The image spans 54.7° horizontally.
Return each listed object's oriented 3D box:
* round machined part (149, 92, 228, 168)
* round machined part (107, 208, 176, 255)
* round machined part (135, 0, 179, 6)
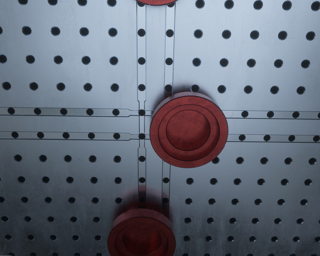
[{"bbox_3d":[0.036,0.000,0.405,0.099,0.042,0.097,0,110,-1],"label":"round machined part"},{"bbox_3d":[-0.027,0.161,0.463,0.099,0.042,0.097,0,110,-1],"label":"round machined part"},{"bbox_3d":[-0.004,-0.184,0.336,0.099,0.042,0.097,0,110,-1],"label":"round machined part"}]
